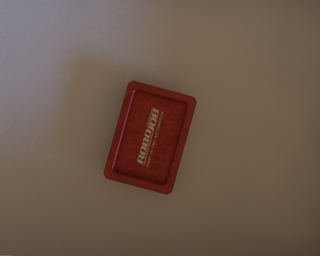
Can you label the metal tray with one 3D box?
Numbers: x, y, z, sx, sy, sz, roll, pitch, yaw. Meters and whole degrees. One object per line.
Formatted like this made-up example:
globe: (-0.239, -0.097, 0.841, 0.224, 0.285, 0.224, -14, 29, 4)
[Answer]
metal tray: (-0.013, 0.012, 0.408, 0.091, 0.030, 0.129, 15, 90, -1)
